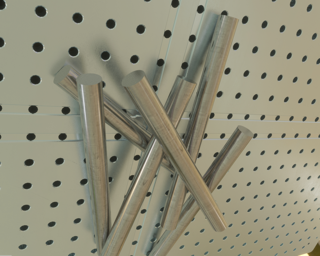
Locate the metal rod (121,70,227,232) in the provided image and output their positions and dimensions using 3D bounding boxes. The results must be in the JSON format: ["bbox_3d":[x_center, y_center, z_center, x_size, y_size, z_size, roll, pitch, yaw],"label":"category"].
[{"bbox_3d":[0.034,0.052,0.394,0.025,0.025,0.299,-35,129,-5],"label":"metal rod"}]

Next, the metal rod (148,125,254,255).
[{"bbox_3d":[0.051,0.121,0.484,0.025,0.025,0.298,10,122,-33],"label":"metal rod"}]

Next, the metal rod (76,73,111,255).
[{"bbox_3d":[-0.077,0.071,0.393,0.025,0.025,0.298,-13,130,-21],"label":"metal rod"}]

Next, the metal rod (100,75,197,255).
[{"bbox_3d":[-0.025,0.074,0.407,0.025,0.025,0.298,11,111,-33],"label":"metal rod"}]

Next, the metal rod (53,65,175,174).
[{"bbox_3d":[-0.015,0.022,0.415,0.025,0.025,0.300,-45,129,3],"label":"metal rod"}]

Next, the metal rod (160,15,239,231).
[{"bbox_3d":[0.048,0.005,0.416,0.025,0.025,0.298,4,109,-30],"label":"metal rod"}]
